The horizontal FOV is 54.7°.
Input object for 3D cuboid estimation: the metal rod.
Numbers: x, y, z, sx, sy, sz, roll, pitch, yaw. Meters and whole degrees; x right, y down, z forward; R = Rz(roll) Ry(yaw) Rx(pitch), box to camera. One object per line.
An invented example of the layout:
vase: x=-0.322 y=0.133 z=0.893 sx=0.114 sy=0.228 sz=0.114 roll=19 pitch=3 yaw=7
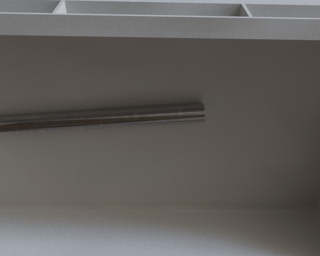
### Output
metal rod: x=-0.095 y=-0.010 z=0.398 sx=0.302 sy=0.025 sz=0.025 roll=-4 pitch=130 yaw=2
